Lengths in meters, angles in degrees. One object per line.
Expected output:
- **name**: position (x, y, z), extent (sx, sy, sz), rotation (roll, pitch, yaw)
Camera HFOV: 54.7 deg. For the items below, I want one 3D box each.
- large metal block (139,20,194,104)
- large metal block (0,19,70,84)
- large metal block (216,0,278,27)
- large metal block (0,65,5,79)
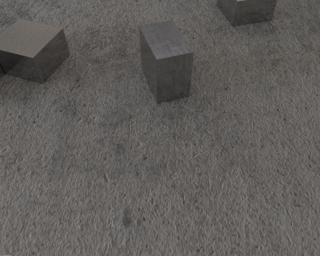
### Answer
- **large metal block**: position (0.007, -0.095, 0.447), extent (0.050, 0.080, 0.080), rotation (-14, 52, -12)
- **large metal block**: position (-0.203, -0.122, 0.488), extent (0.080, 0.050, 0.080), rotation (15, 52, 12)
- **large metal block**: position (0.164, -0.243, 0.592), extent (0.081, 0.050, 0.080), rotation (-12, 51, -10)
- **large metal block**: position (-0.281, -0.086, 0.438), extent (0.050, 0.080, 0.080), rotation (14, 52, 11)
